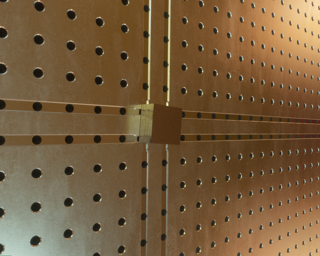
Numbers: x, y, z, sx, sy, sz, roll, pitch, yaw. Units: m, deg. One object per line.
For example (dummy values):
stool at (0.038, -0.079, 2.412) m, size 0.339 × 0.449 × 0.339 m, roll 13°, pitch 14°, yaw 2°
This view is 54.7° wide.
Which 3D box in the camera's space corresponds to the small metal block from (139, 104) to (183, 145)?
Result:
small metal block at (0.002, -0.004, 0.412) m, size 0.050 × 0.025 × 0.050 m, roll 6°, pitch 86°, yaw -40°
